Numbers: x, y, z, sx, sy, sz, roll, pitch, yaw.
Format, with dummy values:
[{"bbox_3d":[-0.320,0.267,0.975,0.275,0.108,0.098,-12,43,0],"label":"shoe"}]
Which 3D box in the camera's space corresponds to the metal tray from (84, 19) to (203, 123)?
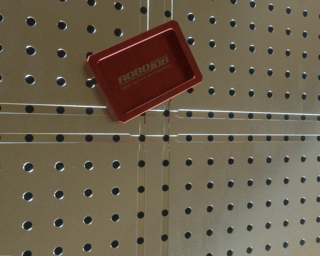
[{"bbox_3d":[-0.019,-0.073,0.403,0.131,0.030,0.090,-29,100,-18],"label":"metal tray"}]
